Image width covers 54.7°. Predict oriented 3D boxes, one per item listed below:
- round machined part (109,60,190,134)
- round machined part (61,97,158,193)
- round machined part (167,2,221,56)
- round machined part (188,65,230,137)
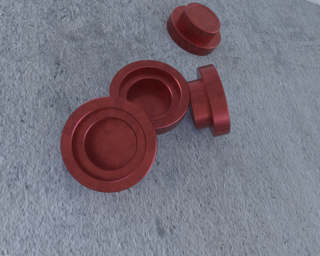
[{"bbox_3d":[-0.014,-0.035,0.394,0.099,0.042,0.098,3,65,-6],"label":"round machined part"},{"bbox_3d":[-0.051,0.017,0.334,0.099,0.042,0.097,0,89,3],"label":"round machined part"},{"bbox_3d":[0.065,-0.177,0.535,0.099,0.042,0.098,14,56,-21],"label":"round machined part"},{"bbox_3d":[0.061,-0.034,0.422,0.042,0.098,0.098,-14,64,3],"label":"round machined part"}]
